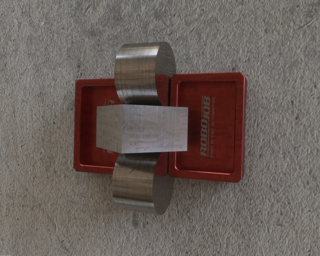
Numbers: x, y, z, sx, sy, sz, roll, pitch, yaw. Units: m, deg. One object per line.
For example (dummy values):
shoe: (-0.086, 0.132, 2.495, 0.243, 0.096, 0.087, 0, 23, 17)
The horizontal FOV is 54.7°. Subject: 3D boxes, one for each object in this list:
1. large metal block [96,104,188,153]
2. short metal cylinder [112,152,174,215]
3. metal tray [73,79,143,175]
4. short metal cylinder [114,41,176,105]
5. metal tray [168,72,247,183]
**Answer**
large metal block: (-0.023, 0.000, 0.367, 0.080, 0.081, 0.050, 3, 93, 60)
short metal cylinder: (-0.018, 0.065, 0.387, 0.050, 0.080, 0.079, 2, 91, 20)
metal tray: (-0.073, -0.002, 0.434, 0.090, 0.030, 0.129, 2, 91, 19)
short metal cylinder: (-0.015, -0.065, 0.386, 0.050, 0.080, 0.079, 2, 91, 20)
metal tray: (0.059, -0.002, 0.387, 0.090, 0.030, 0.129, 2, 91, 19)
